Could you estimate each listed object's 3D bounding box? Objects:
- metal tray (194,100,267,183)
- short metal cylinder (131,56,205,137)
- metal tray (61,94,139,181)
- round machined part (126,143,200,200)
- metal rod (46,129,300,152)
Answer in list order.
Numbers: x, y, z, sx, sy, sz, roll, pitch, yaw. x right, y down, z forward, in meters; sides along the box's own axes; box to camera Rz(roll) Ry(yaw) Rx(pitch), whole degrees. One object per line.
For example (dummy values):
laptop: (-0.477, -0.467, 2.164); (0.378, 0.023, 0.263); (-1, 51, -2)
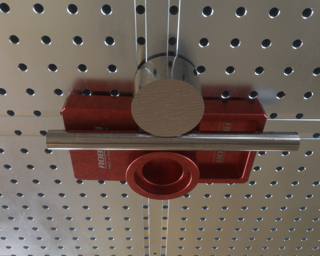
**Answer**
metal tray: (0.084, 0.023, 0.423); (0.091, 0.030, 0.129); (0, 130, -1)
short metal cylinder: (0.009, -0.036, 0.359); (0.081, 0.050, 0.079); (0, 130, 0)
metal tray: (-0.074, 0.018, 0.416); (0.091, 0.030, 0.129); (2, 130, -2)
round machined part: (0.004, 0.053, 0.429); (0.099, 0.042, 0.097); (0, 130, 0)
metal rod: (0.017, 0.015, 0.380); (0.302, 0.025, 0.025); (0, 130, -1)
